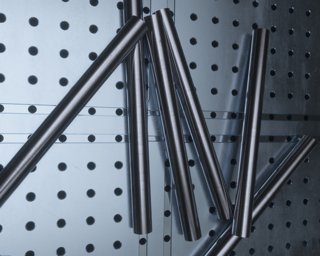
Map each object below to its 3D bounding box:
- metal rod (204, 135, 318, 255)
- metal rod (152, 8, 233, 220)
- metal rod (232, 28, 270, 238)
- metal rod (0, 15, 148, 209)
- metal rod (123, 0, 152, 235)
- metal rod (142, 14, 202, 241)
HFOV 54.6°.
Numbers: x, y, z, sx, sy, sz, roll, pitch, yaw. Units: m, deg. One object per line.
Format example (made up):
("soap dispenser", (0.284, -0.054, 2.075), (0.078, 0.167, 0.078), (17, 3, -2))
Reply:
("metal rod", (0.140, 0.123, 0.463), (0.301, 0.025, 0.025), (-45, 104, -15))
("metal rod", (0.048, -0.014, 0.430), (0.025, 0.025, 0.299), (-21, 97, -19))
("metal rod", (0.132, 0.002, 0.448), (0.025, 0.025, 0.299), (11, 82, -20))
("metal rod", (-0.116, -0.009, 0.356), (0.025, 0.025, 0.300), (40, 82, -16))
("metal rod", (-0.029, -0.015, 0.401), (0.025, 0.025, 0.298), (-3, 91, -20))
("metal rod", (0.018, 0.005, 0.410), (0.025, 0.025, 0.298), (-13, 98, -20))
